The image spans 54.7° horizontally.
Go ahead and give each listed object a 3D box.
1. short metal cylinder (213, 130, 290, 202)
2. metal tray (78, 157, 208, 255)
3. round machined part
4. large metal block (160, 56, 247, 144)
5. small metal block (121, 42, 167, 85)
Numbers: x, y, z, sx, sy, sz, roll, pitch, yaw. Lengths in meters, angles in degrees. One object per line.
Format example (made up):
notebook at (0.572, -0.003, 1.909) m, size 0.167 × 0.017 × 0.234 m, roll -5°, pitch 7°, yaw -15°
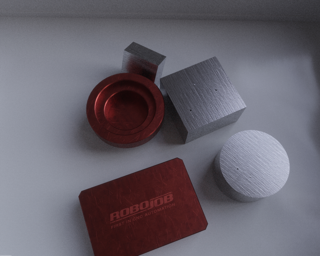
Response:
short metal cylinder at (0.109, 0.048, 0.380) m, size 0.081 × 0.050 × 0.080 m, roll 0°, pitch 70°, yaw 0°
metal tray at (-0.020, 0.099, 0.370) m, size 0.131 × 0.030 × 0.090 m, roll -19°, pitch 71°, yaw -7°
round machined part at (-0.043, -0.020, 0.407) m, size 0.099 × 0.042 × 0.098 m, roll 0°, pitch 70°, yaw -1°
large metal block at (0.053, -0.036, 0.410) m, size 0.080 × 0.050 × 0.080 m, roll -23°, pitch 72°, yaw -9°
small metal block at (-0.024, -0.082, 0.423) m, size 0.050 × 0.050 × 0.025 m, roll 26°, pitch 49°, yaw 9°
